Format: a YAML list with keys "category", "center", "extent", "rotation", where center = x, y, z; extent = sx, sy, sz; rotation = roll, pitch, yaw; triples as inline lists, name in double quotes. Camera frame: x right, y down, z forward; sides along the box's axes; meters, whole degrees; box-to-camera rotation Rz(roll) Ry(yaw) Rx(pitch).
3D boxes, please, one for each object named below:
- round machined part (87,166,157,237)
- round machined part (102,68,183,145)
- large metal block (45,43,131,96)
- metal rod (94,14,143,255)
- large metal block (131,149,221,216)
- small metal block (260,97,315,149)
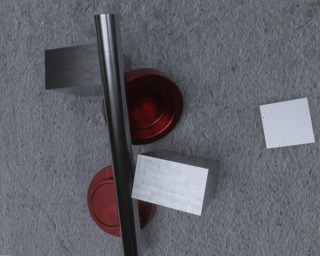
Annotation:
- category: "round machined part"
  center: [-0.057, 0.099, 0.420]
  extent: [0.098, 0.042, 0.097]
  rotation: [0, 90, 20]
- category: "round machined part"
  center: [-0.024, -0.030, 0.389]
  extent: [0.098, 0.098, 0.042]
  rotation: [-49, 36, 13]
- category: "large metal block"
  center: [-0.092, -0.073, 0.412]
  extent: [0.080, 0.080, 0.050]
  rotation: [-2, 88, 20]
- category: "metal rod"
  center: [-0.043, 0.029, 0.352]
  extent: [0.025, 0.025, 0.298]
  rotation: [2, 107, 20]
- category: "large metal block"
  center: [0.023, 0.060, 0.372]
  extent: [0.080, 0.080, 0.050]
  rotation: [10, 94, 19]
- category: "small metal block"
  center: [0.146, -0.005, 0.357]
  extent: [0.050, 0.025, 0.050]
  rotation: [-10, 87, 19]
